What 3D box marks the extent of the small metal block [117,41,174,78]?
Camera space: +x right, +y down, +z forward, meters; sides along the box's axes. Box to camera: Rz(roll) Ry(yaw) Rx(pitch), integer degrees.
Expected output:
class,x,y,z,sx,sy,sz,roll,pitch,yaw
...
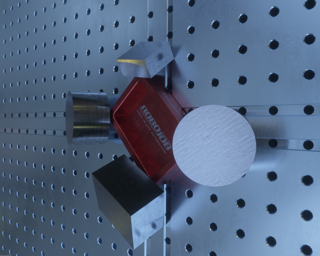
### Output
class,x,y,z,sx,sy,sz,roll,pitch,yaw
small metal block,-0.019,-0.090,0.405,0.050,0.050,0.025,12,135,39

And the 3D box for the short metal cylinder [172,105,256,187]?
class,x,y,z,sx,sy,sz,roll,pitch,yaw
short metal cylinder,0.058,0.017,0.325,0.080,0.050,0.079,0,90,13

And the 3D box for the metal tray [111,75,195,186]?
class,x,y,z,sx,sy,sz,roll,pitch,yaw
metal tray,-0.010,0.000,0.413,0.090,0.030,0.130,-49,61,29

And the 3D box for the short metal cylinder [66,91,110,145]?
class,x,y,z,sx,sy,sz,roll,pitch,yaw
short metal cylinder,-0.110,-0.015,0.465,0.080,0.050,0.079,180,90,-65

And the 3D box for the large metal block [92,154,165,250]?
class,x,y,z,sx,sy,sz,roll,pitch,yaw
large metal block,-0.041,0.095,0.404,0.080,0.050,0.079,38,144,33
